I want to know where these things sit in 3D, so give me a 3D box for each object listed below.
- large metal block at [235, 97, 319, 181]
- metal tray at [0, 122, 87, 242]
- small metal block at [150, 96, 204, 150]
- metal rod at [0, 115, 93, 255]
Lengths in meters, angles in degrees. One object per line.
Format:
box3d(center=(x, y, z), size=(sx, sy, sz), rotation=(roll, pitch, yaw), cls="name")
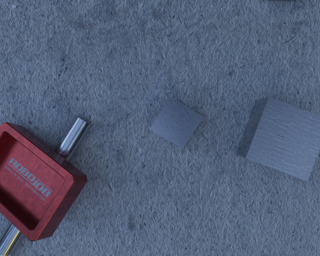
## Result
box3d(center=(0.155, 0.013, 0.400), size=(0.080, 0.050, 0.080), rotation=(21, 90, -1), cls="large metal block")
box3d(center=(-0.166, 0.063, 0.383), size=(0.130, 0.030, 0.090), rotation=(33, 90, 19), cls="metal tray")
box3d(center=(0.021, -0.007, 0.410), size=(0.050, 0.025, 0.050), rotation=(32, 90, -1), cls="small metal block")
box3d(center=(-0.178, 0.117, 0.407), size=(0.025, 0.025, 0.299), rotation=(32, 90, -1), cls="metal rod")
